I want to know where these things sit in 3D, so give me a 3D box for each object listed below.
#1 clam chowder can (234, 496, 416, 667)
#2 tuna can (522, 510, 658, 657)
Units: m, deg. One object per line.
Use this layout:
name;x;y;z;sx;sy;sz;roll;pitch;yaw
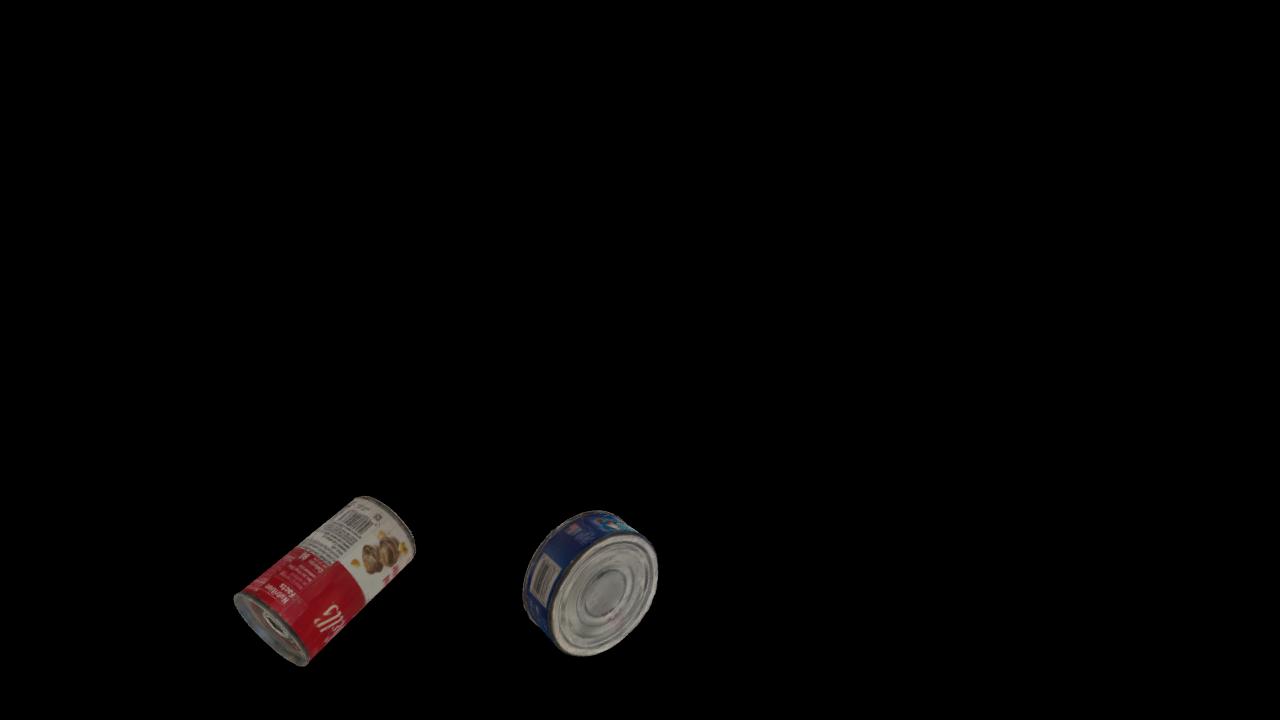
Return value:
clam chowder can;-0.224;0.156;0.448;0.068;0.068;0.102;0;30;32
tuna can;-0.029;0.140;0.388;0.084;0.084;0.034;0;13;-39
